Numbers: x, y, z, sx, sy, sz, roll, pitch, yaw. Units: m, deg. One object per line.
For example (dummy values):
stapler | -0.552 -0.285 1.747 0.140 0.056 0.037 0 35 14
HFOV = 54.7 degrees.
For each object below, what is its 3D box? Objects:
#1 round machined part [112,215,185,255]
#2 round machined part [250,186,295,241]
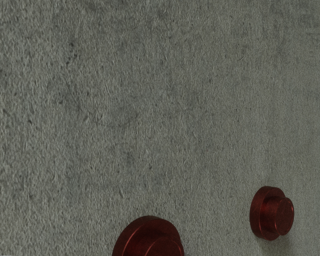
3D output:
round machined part | -0.008 0.163 0.387 0.099 0.042 0.097 0 90 -40
round machined part | 0.211 0.159 0.571 0.099 0.042 0.097 0 90 -40
